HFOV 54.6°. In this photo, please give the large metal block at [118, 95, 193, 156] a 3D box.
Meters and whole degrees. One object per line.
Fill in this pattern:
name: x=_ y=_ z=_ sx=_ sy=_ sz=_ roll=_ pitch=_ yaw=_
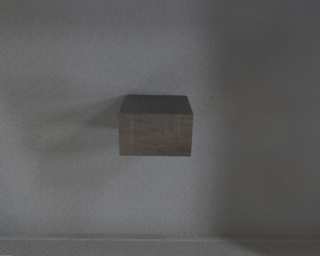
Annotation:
large metal block: x=-0.005 y=-0.006 z=0.377 sx=0.080 sy=0.080 sz=0.050 roll=1 pitch=110 yaw=-1
